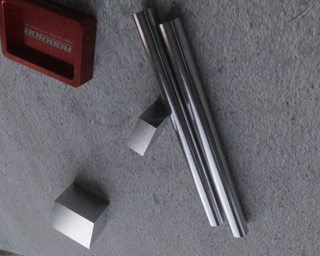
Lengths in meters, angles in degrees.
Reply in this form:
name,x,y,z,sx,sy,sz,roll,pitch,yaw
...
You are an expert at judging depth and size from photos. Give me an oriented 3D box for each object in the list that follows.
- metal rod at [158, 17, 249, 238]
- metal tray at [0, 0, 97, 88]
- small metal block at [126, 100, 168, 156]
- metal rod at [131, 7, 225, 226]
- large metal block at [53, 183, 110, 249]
name,x,y,z,sx,sy,sz,roll,pitch,yaw
metal rod,0.061,0.015,0.383,0.025,0.025,0.298,-8,115,31
metal tray,-0.149,-0.118,0.406,0.130,0.030,0.089,24,127,13
small metal block,-0.013,0.000,0.396,0.025,0.050,0.050,32,128,7
metal rod,0.031,0.002,0.390,0.025,0.025,0.298,-8,115,31
large metal block,-0.144,0.159,0.562,0.080,0.050,0.079,26,127,11
